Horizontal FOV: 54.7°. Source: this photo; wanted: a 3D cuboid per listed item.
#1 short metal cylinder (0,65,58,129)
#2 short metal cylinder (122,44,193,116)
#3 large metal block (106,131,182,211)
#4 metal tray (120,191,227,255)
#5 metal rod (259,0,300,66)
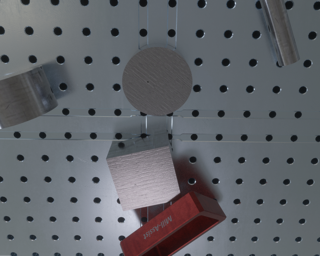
[{"bbox_3d":[-0.170,-0.038,0.368,0.080,0.080,0.050,-15,110,5],"label":"short metal cylinder"},{"bbox_3d":[-0.003,-0.061,0.378,0.081,0.050,0.079,0,110,0],"label":"short metal cylinder"},{"bbox_3d":[-0.019,0.058,0.421,0.080,0.050,0.080,-12,110,4],"label":"large metal block"},{"bbox_3d":[0.020,0.145,0.437,0.130,0.030,0.090,-39,144,13],"label":"metal tray"},{"bbox_3d":[0.101,-0.210,0.336,0.025,0.025,0.299,-22,109,8],"label":"metal rod"}]
